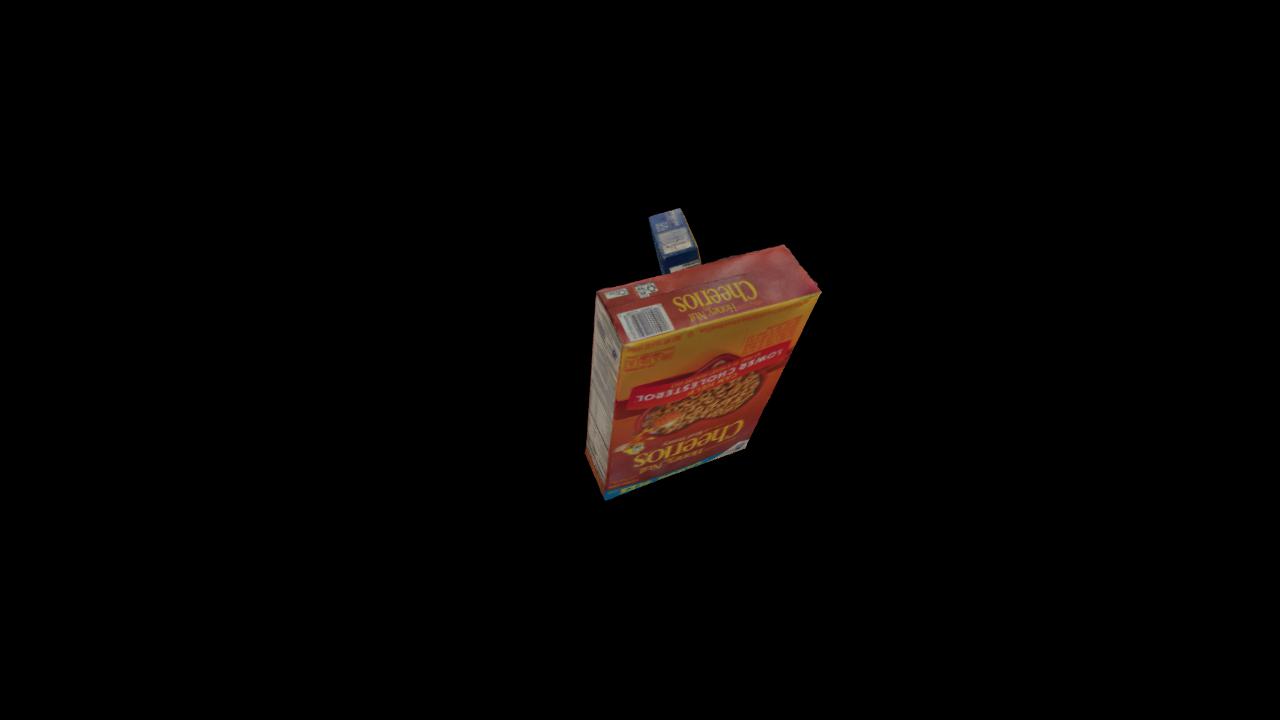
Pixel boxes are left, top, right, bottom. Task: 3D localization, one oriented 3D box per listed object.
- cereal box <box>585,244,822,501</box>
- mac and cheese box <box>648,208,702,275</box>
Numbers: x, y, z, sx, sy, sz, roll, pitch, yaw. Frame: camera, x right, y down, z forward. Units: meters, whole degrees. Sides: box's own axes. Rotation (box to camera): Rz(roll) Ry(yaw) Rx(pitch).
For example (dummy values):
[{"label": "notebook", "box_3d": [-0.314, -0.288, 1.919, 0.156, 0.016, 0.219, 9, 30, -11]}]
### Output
[{"label": "cereal box", "box_3d": [0.050, 0.029, 0.667, 0.203, 0.081, 0.306, -16, -34, -19]}, {"label": "mac and cheese box", "box_3d": [0.054, -0.057, 0.657, 0.041, 0.184, 0.093, -17, 38, 2]}]
